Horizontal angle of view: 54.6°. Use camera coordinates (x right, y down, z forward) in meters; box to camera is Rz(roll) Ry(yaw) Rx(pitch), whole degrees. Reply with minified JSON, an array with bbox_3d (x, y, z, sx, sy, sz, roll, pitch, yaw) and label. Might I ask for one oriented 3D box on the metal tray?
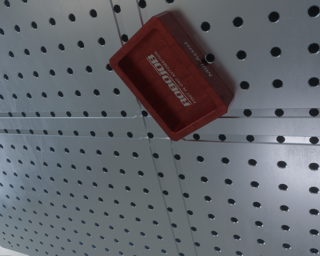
[{"bbox_3d":[0.012,-0.056,0.367,0.090,0.030,0.130,-33,100,38],"label":"metal tray"}]
